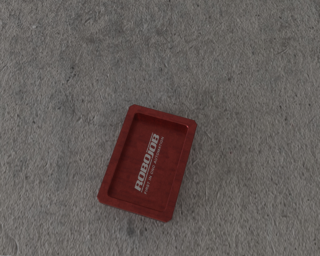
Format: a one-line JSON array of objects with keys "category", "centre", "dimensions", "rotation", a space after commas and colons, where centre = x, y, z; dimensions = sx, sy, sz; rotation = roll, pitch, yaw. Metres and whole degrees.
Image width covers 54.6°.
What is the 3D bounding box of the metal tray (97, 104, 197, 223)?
[{"category": "metal tray", "centre": [-0.013, 0.043, 0.389], "dimensions": [0.090, 0.030, 0.130], "rotation": [16, 71, 5]}]
